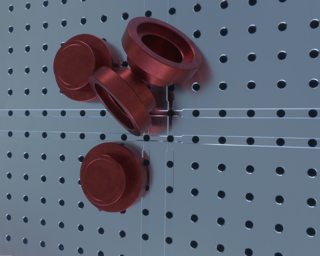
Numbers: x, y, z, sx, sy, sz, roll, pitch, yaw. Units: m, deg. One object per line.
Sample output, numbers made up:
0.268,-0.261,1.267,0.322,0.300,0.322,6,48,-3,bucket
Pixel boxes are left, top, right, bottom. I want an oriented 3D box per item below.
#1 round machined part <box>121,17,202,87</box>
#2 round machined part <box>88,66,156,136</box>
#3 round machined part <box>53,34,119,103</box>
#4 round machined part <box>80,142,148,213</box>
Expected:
-0.001,-0.089,0.381,0.098,0.099,0.042,47,131,14,round machined part
-0.043,-0.039,0.397,0.042,0.098,0.098,-42,75,-15,round machined part
-0.112,-0.086,0.444,0.098,0.042,0.097,0,90,20,round machined part
-0.070,0.069,0.429,0.098,0.042,0.097,0,90,20,round machined part
